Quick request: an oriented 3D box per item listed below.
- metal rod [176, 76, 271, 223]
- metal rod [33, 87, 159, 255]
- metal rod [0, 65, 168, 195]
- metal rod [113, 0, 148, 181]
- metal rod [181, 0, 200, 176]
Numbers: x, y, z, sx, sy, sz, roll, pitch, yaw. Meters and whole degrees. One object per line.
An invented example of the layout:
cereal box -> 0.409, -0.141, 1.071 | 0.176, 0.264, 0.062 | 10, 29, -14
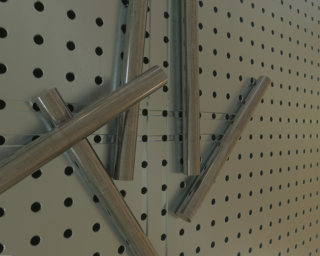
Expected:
metal rod -> 0.114, 0.020, 0.507 | 0.025, 0.025, 0.301 | 52, 59, -28
metal rod -> -0.054, 0.089, 0.365 | 0.025, 0.025, 0.299 | -41, 115, -33
metal rod -> -0.109, 0.021, 0.291 | 0.302, 0.025, 0.025 | -37, 113, -25
metal rod -> -0.033, -0.086, 0.382 | 0.025, 0.025, 0.298 | 8, 85, -40
metal rod -> 0.044, -0.082, 0.447 | 0.025, 0.025, 0.298 | -2, 91, -40
